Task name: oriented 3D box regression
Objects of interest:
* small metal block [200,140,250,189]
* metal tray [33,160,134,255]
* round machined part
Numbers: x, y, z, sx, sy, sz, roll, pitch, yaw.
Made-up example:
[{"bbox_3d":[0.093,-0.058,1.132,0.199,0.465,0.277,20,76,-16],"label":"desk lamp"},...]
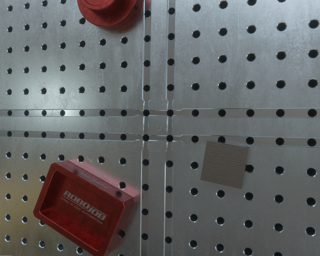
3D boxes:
[{"bbox_3d":[0.081,0.044,0.384,0.050,0.025,0.050,10,93,19],"label":"small metal block"},{"bbox_3d":[-0.113,0.115,0.449,0.130,0.030,0.090,25,98,18],"label":"metal tray"},{"bbox_3d":[-0.074,-0.191,0.430,0.098,0.042,0.097,0,90,20],"label":"round machined part"}]
